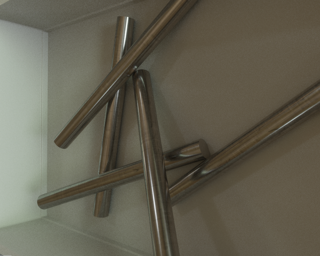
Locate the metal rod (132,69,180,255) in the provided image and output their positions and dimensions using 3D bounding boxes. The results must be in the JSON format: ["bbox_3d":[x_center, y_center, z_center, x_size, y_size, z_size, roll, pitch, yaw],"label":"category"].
[{"bbox_3d":[-0.006,0.050,0.347,0.025,0.025,0.299,-36,48,34],"label":"metal rod"}]

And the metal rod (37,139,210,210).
[{"bbox_3d":[-0.069,0.073,0.437,0.300,0.025,0.025,-22,76,29],"label":"metal rod"}]

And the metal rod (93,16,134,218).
[{"bbox_3d":[-0.071,-0.012,0.465,0.025,0.025,0.298,14,99,39],"label":"metal rod"}]

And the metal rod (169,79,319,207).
[{"bbox_3d":[0.103,0.009,0.321,0.299,0.025,0.025,-41,65,32],"label":"metal rod"}]

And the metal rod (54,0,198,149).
[{"bbox_3d":[-0.053,-0.075,0.424,0.299,0.025,0.025,-44,63,21],"label":"metal rod"}]
